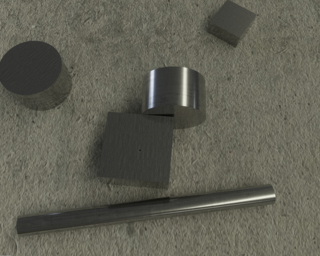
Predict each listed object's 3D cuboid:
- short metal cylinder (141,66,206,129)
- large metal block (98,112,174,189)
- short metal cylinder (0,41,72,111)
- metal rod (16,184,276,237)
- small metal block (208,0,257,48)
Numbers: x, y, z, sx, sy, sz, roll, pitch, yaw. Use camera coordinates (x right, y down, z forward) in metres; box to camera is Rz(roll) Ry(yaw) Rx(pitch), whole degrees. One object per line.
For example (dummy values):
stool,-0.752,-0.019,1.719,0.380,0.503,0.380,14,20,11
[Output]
short metal cylinder,0.017,-0.035,0.392,0.081,0.080,0.050,2,70,0
large metal block,-0.026,0.029,0.384,0.080,0.050,0.080,5,70,1
short metal cylinder,-0.166,-0.070,0.419,0.081,0.050,0.080,0,70,0
metal rod,-0.014,0.098,0.372,0.302,0.025,0.025,-7,70,-3
small metal block,0.108,-0.157,0.466,0.050,0.025,0.050,33,73,11
